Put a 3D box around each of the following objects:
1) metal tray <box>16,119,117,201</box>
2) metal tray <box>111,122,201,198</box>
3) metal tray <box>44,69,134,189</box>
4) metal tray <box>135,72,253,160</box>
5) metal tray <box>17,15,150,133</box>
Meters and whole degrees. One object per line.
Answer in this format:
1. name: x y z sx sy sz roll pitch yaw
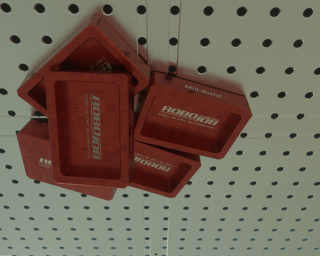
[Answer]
1. metal tray: -0.121 0.045 0.423 0.131 0.030 0.089 14 131 6
2. metal tray: -0.018 0.050 0.449 0.131 0.030 0.089 20 128 -16
3. metal tray: -0.077 0.001 0.352 0.090 0.030 0.129 3 106 6
4. metal tray: 0.038 -0.012 0.397 0.131 0.030 0.089 14 129 -12
5. metal tray: -0.087 -0.054 0.360 0.130 0.030 0.090 -32 123 24
